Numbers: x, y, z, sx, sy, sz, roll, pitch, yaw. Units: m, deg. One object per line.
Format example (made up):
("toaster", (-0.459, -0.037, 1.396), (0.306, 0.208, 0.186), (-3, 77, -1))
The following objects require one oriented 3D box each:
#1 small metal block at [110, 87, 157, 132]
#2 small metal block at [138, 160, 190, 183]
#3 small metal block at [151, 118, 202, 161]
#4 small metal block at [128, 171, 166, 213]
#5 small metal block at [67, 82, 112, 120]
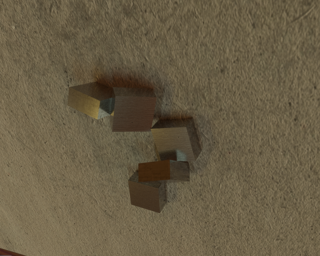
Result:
("small metal block", (-0.035, -0.023, 0.392), (0.050, 0.025, 0.050), (0, 122, -18))
("small metal block", (0.006, 0.061, 0.422), (0.050, 0.050, 0.025), (-11, 73, 33))
("small metal block", (0.022, 0.016, 0.405), (0.050, 0.025, 0.050), (-3, 117, 29))
("small metal block", (-0.019, 0.098, 0.478), (0.050, 0.025, 0.050), (11, 123, 22))
("small metal block", (-0.083, -0.037, 0.405), (0.050, 0.050, 0.025), (24, 116, 22))
